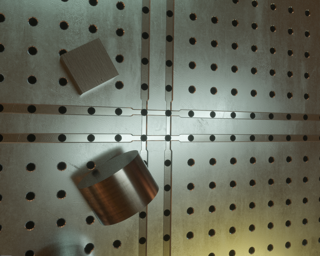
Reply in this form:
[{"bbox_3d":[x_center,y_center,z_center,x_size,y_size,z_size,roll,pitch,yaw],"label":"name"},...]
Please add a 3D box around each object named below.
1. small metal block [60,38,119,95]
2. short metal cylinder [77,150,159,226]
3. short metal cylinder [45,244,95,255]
[{"bbox_3d":[-0.087,-0.075,0.381,0.050,0.025,0.050,-31,101,-17],"label":"small metal block"},{"bbox_3d":[-0.049,0.068,0.366,0.080,0.080,0.050,-32,101,-17],"label":"short metal cylinder"},{"bbox_3d":[-0.106,0.185,0.361,0.081,0.050,0.079,0,90,-20],"label":"short metal cylinder"}]
